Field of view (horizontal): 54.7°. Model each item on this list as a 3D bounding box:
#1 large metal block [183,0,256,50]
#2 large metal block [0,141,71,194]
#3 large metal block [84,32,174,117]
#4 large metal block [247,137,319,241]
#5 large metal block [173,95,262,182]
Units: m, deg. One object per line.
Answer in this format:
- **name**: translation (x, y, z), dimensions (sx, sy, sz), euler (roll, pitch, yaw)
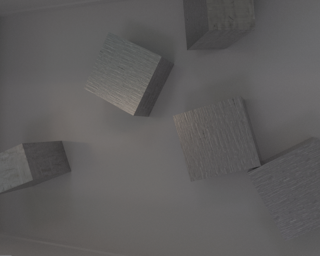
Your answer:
- **large metal block**: translation (0.062, -0.138, 0.350), dimensions (0.050, 0.080, 0.080), euler (-5, 91, -11)
- **large metal block**: translation (-0.192, 0.057, 0.449), dimensions (0.080, 0.080, 0.050), euler (-22, 83, 19)
- **large metal block**: translation (-0.040, -0.069, 0.411), dimensions (0.080, 0.050, 0.080), euler (29, 99, 17)
- **large metal block**: translation (0.155, 0.064, 0.342), dimensions (0.080, 0.050, 0.080), euler (-30, 80, 17)
- **large metal block**: translation (0.070, 0.013, 0.372), dimensions (0.080, 0.050, 0.080), euler (-17, 85, 19)
